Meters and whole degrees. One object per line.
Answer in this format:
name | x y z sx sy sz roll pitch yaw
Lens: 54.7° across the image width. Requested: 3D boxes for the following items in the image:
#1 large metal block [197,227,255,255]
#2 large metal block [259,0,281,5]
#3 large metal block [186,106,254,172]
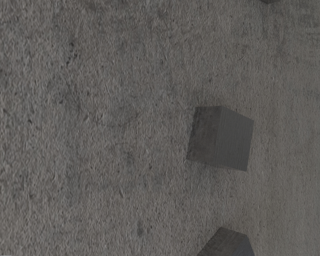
large metal block | 0.103 0.215 0.475 0.080 0.050 0.080 -37 113 -34
large metal block | 0.214 -0.276 0.547 0.050 0.080 0.080 2 89 -40
large metal block | 0.092 0.017 0.465 0.080 0.050 0.080 19 78 -39
